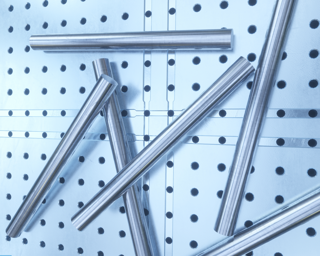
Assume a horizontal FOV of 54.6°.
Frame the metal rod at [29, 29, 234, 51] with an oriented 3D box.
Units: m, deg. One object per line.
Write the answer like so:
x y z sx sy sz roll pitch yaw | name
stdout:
-0.052 -0.121 0.431 0.301 0.025 0.025 5 92 20 | metal rod

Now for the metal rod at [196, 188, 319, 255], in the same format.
0.126 0.122 0.368 0.300 0.025 0.025 -36 79 16 | metal rod

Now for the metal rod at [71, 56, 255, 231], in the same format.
-0.001 0.025 0.394 0.300 0.025 0.025 -44 76 7 | metal rod

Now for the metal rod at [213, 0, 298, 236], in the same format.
0.114 -0.016 0.372 0.025 0.025 0.298 16 95 19 | metal rod

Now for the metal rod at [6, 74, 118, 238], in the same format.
-0.150 0.051 0.451 0.025 0.025 0.299 41 108 15 | metal rod

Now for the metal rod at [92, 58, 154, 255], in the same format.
-0.050 0.050 0.430 0.025 0.025 0.299 -15 85 19 | metal rod
